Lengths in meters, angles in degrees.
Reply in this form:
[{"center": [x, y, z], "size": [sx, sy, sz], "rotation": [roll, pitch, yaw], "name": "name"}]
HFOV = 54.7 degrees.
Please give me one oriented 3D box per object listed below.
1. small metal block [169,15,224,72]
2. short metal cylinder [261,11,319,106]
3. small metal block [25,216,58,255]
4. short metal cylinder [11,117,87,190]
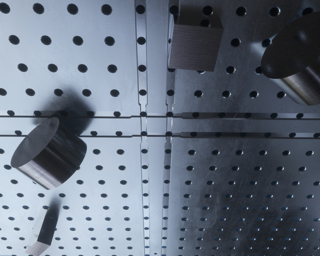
[{"center": [0.037, -0.091, 0.335], "size": [0.050, 0.025, 0.050], "rotation": [4, 130, -4], "name": "small metal block"}, {"center": [0.153, -0.070, 0.317], "size": [0.050, 0.080, 0.080], "rotation": [33, 123, -25], "name": "short metal cylinder"}, {"center": [-0.214, 0.196, 0.560], "size": [0.025, 0.050, 0.050], "rotation": [32, 123, -24], "name": "small metal block"}, {"center": [-0.143, 0.032, 0.402], "size": [0.080, 0.080, 0.050], "rotation": [-27, 125, 21], "name": "short metal cylinder"}]
